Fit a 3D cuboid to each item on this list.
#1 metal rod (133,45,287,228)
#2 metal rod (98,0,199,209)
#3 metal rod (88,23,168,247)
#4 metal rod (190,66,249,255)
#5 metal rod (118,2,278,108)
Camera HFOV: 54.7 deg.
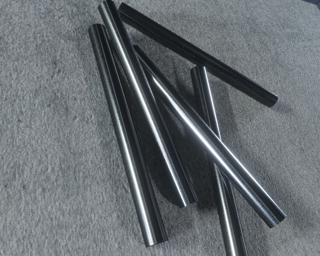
[{"bbox_3d":[0.049,-0.001,0.409,0.025,0.025,0.300,-26,69,-37],"label":"metal rod"},{"bbox_3d":[-0.021,-0.042,0.407,0.025,0.025,0.299,-13,72,-34],"label":"metal rod"},{"bbox_3d":[-0.046,-0.009,0.385,0.025,0.025,0.299,-4,64,-31],"label":"metal rod"},{"bbox_3d":[0.077,0.039,0.423,0.025,0.025,0.299,7,58,-25],"label":"metal rod"},{"bbox_3d":[0.067,-0.116,0.512,0.301,0.025,0.025,28,52,-11],"label":"metal rod"}]
